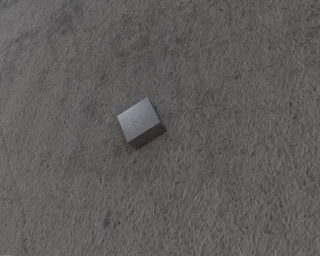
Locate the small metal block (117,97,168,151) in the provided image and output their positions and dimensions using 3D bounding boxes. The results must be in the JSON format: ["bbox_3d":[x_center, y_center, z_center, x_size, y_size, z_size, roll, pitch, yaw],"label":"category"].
[{"bbox_3d":[-0.024,-0.006,0.421,0.050,0.025,0.050,-32,52,7],"label":"small metal block"}]
